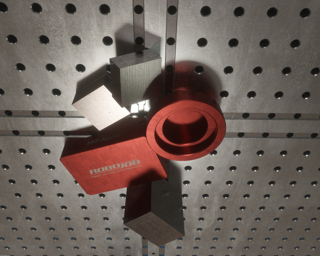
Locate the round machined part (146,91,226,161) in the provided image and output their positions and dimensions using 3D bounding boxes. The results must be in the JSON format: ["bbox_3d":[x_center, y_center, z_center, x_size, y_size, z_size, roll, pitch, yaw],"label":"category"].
[{"bbox_3d":[0.031,-0.007,0.393,0.099,0.042,0.097,-2,129,-2],"label":"round machined part"}]

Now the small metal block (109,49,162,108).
[{"bbox_3d":[-0.027,-0.056,0.349,0.050,0.025,0.050,-20,136,-26],"label":"small metal block"}]

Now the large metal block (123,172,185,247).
[{"bbox_3d":[-0.008,0.123,0.480,0.050,0.080,0.080,-31,124,23],"label":"large metal block"}]

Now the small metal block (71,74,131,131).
[{"bbox_3d":[-0.071,-0.031,0.385,0.050,0.025,0.050,-28,125,21],"label":"small metal block"}]

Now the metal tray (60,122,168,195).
[{"bbox_3d":[-0.063,0.048,0.448,0.130,0.030,0.090,-15,129,11],"label":"metal tray"}]
